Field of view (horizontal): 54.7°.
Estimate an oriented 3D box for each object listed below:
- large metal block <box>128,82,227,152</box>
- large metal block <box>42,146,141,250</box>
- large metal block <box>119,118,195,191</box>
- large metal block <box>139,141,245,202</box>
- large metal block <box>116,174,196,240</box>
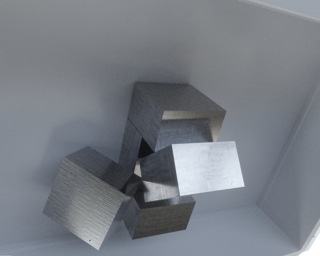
[{"bbox_3d":[0.017,-0.016,0.371,0.081,0.080,0.050,-1,119,-28],"label":"large metal block"},{"bbox_3d":[-0.080,0.080,0.368,0.079,0.080,0.050,-64,169,18],"label":"large metal block"},{"bbox_3d":[-0.005,0.033,0.412,0.081,0.050,0.079,-1,119,-29],"label":"large metal block"},{"bbox_3d":[0.032,0.050,0.349,0.081,0.080,0.050,-1,74,-29],"label":"large metal block"},{"bbox_3d":[-0.011,0.099,0.427,0.081,0.080,0.050,0,118,-29],"label":"large metal block"}]
